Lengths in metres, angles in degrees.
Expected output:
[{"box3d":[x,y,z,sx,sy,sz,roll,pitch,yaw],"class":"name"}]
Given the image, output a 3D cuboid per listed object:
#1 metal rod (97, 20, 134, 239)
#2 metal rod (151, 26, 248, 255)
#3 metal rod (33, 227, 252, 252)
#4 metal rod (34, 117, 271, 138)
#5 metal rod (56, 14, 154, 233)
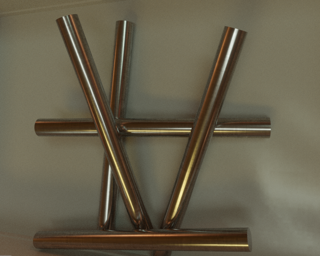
[{"box3d":[-0.063,0.004,0.432,0.025,0.025,0.298,6,92,20],"class":"metal rod"},{"box3d":[0.040,0.034,0.366,0.025,0.025,0.298,22,109,18],"class":"metal rod"},{"box3d":[-0.040,0.142,0.392,0.300,0.025,0.025,-9,87,24],"class":"metal rod"},{"box3d":[-0.018,0.000,0.396,0.301,0.025,0.025,0,90,12],"class":"metal rod"},{"box3d":[-0.060,0.014,0.382,0.025,0.025,0.298,-13,105,19],"class":"metal rod"}]
